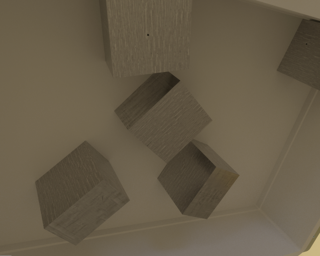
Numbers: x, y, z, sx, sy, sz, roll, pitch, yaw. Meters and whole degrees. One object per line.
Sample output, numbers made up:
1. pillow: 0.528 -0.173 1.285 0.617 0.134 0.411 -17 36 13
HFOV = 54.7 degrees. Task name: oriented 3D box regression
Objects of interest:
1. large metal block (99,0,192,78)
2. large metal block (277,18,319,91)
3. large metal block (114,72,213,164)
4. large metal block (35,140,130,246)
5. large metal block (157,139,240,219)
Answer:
1. large metal block: -0.015 -0.102 0.316 0.081 0.050 0.079 -10 123 -15
2. large metal block: 0.229 -0.100 0.439 0.050 0.080 0.079 8 115 -32
3. large metal block: 0.005 -0.015 0.387 0.080 0.050 0.080 -44 130 2
4. large metal block: -0.094 0.075 0.369 0.080 0.080 0.050 -40 130 -2
5. large metal block: 0.052 0.071 0.447 0.050 0.080 0.080 23 106 -37
